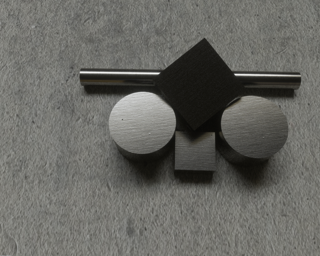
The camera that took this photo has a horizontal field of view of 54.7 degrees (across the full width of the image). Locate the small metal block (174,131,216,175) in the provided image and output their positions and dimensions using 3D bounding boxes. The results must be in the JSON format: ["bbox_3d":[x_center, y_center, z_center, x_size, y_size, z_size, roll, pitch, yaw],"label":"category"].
[{"bbox_3d":[0.044,0.032,0.398,0.050,0.025,0.050,2,70,0],"label":"small metal block"}]

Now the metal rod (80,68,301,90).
[{"bbox_3d":[0.042,-0.069,0.434,0.302,0.025,0.025,1,70,0],"label":"metal rod"}]

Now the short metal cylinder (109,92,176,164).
[{"bbox_3d":[-0.021,0.001,0.395,0.081,0.050,0.080,0,70,0],"label":"short metal cylinder"}]

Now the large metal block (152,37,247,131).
[{"bbox_3d":[0.048,-0.053,0.397,0.080,0.050,0.080,-39,91,1],"label":"large metal block"}]

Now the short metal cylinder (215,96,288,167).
[{"bbox_3d":[0.113,0.006,0.394,0.081,0.050,0.080,0,70,0],"label":"short metal cylinder"}]
